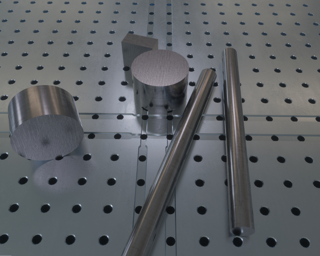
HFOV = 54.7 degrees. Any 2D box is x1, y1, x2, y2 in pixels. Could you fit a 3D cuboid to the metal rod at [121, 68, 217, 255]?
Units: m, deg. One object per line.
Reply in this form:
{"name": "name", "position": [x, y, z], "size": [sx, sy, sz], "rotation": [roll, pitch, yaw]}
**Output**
{"name": "metal rod", "position": [0.023, 0.026, 0.385], "size": [0.025, 0.025, 0.301], "rotation": [16, 52, 13]}

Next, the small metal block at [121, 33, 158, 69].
{"name": "small metal block", "position": [-0.031, -0.117, 0.490], "size": [0.050, 0.050, 0.025], "rotation": [15, 52, 12]}

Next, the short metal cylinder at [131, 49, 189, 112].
{"name": "short metal cylinder", "position": [0.000, -0.069, 0.450], "size": [0.081, 0.050, 0.080], "rotation": [0, 50, 0]}

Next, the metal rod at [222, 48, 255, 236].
{"name": "metal rod", "position": [0.099, -0.008, 0.414], "size": [0.025, 0.025, 0.300], "rotation": [4, 50, 3]}

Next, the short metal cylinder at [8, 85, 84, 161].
{"name": "short metal cylinder", "position": [-0.138, -0.005, 0.375], "size": [0.081, 0.080, 0.050], "rotation": [-16, 52, -13]}
